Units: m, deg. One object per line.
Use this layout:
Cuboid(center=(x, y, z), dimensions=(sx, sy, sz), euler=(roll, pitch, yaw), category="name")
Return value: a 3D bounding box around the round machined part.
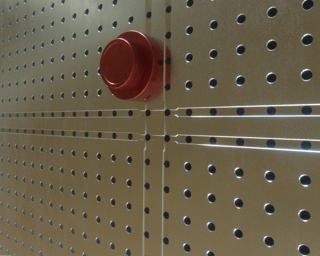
Cuboid(center=(-0.047, -0.088, 0.434), dimensions=(0.098, 0.042, 0.097), euler=(0, 90, 39), category="round machined part")
